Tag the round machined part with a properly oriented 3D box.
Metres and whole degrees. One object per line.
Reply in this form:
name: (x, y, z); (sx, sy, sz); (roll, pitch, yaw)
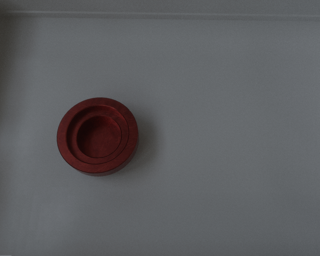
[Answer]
round machined part: (-0.076, 0.014, 0.395); (0.099, 0.042, 0.098); (0, 70, 0)
